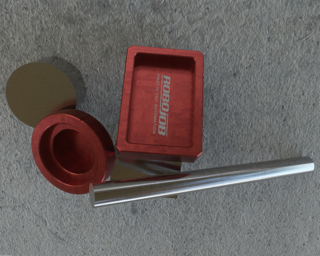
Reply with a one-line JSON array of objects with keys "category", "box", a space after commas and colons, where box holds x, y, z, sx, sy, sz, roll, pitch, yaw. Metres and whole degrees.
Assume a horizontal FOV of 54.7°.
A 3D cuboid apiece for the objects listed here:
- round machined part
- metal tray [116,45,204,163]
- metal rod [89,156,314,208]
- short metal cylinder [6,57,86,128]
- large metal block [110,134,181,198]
[{"category": "round machined part", "box": [-0.096, 0.024, 0.362, 0.098, 0.042, 0.097, 6, 110, 18]}, {"category": "metal tray", "box": [0.002, -0.029, 0.357, 0.091, 0.030, 0.130, 4, 70, -2]}, {"category": "metal rod", "box": [0.069, 0.059, 0.371, 0.303, 0.025, 0.025, -3, 112, -25]}, {"category": "short metal cylinder", "box": [-0.137, -0.044, 0.380, 0.081, 0.050, 0.079, 0, 110, -1]}, {"category": "large metal block", "box": [-0.018, 0.044, 0.397, 0.081, 0.080, 0.050, 4, 110, -2]}]
